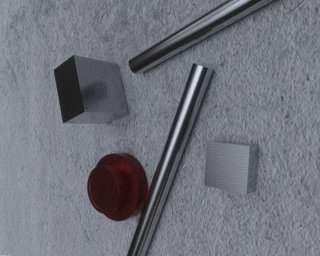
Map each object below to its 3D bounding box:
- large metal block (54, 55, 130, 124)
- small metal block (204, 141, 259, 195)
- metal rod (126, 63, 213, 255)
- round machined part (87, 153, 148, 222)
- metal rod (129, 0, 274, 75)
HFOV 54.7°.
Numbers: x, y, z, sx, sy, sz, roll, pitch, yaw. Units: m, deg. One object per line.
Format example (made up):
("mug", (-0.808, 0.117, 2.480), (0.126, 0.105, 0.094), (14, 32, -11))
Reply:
("large metal block", (-0.098, -0.052, 0.447), (0.050, 0.081, 0.080), (-22, 77, 38))
("small metal block", (0.078, 0.041, 0.339), (0.050, 0.025, 0.050), (5, 93, 39))
("metal rod", (0.004, 0.064, 0.399), (0.025, 0.025, 0.298), (29, 108, 36))
("round machined part", (-0.068, 0.086, 0.447), (0.098, 0.042, 0.097), (0, 90, 39))
("metal rod", (0.077, -0.128, 0.340), (0.299, 0.025, 0.025), (-21, 77, 37))
